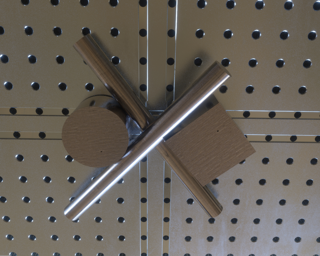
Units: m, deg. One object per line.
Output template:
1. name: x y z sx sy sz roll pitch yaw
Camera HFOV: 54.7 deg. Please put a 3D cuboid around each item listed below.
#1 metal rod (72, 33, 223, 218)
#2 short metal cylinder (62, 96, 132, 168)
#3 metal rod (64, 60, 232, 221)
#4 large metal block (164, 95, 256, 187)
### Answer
1. metal rod: -0.006 0.008 0.412 0.025 0.025 0.300 -34 107 11
2. short metal cylinder: -0.078 0.004 0.397 0.081 0.050 0.079 0 110 0
3. metal rod: -0.030 0.030 0.398 0.025 0.025 0.299 41 113 -14
4. large metal block: 0.062 0.014 0.401 0.080 0.050 0.080 -37 106 12
